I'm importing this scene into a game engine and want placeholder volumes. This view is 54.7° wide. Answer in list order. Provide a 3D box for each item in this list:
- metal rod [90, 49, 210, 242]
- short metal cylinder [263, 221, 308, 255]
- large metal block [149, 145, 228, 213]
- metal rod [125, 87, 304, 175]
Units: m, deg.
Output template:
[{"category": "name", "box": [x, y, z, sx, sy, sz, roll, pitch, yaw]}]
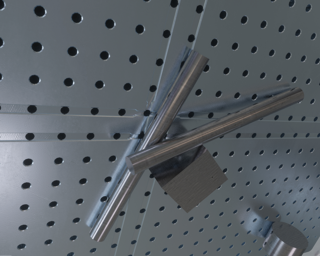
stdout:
[{"category": "metal rod", "box": [-0.021, 0.034, 0.420, 0.025, 0.025, 0.298, 19, 108, -36]}, {"category": "short metal cylinder", "box": [0.276, 0.254, 0.685, 0.081, 0.080, 0.050, 4, 117, -30]}, {"category": "large metal block", "box": [0.042, 0.067, 0.460, 0.080, 0.050, 0.080, -40, 130, -1]}, {"category": "metal rod", "box": [0.092, -0.004, 0.440, 0.302, 0.025, 0.025, -21, 127, -23]}]
